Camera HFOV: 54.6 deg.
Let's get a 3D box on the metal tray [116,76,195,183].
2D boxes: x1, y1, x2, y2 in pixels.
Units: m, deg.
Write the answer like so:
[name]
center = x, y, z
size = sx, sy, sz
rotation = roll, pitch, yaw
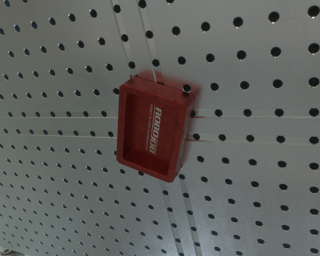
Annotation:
[metal tray]
center = -0.010, 0.005, 0.417
size = 0.090, 0.030, 0.129
rotation = 19, 126, 16
